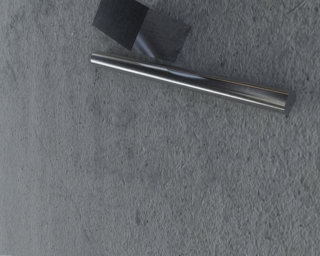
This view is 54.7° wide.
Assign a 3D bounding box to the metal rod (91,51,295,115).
[{"bbox_3d":[0.014,-0.066,0.391,0.300,0.025,0.025,20,103,37],"label":"metal rod"}]

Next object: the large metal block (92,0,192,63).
[{"bbox_3d":[-0.022,-0.127,0.385,0.080,0.081,0.050,40,114,32],"label":"large metal block"}]
